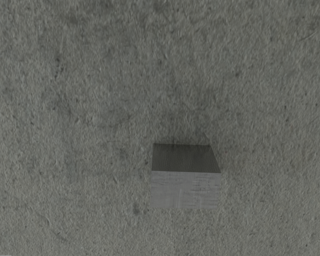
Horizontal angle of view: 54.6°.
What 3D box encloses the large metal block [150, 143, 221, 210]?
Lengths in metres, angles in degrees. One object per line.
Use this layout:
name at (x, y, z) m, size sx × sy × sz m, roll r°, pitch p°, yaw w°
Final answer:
large metal block at (0.030, 0.060, 0.403) m, size 0.080 × 0.080 × 0.050 m, roll 2°, pitch 110°, yaw -1°
